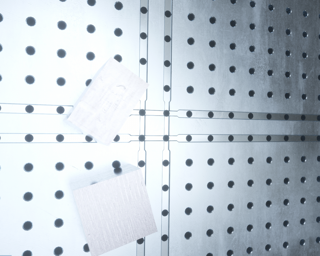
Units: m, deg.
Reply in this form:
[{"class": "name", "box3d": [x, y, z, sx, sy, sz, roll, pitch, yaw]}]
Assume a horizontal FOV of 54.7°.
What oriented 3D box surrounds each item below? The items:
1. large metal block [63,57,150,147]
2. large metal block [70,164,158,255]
[{"class": "large metal block", "box3d": [-0.066, -0.028, 0.360, 0.050, 0.080, 0.080, 35, 79, -17]}, {"class": "large metal block", "box3d": [-0.058, 0.097, 0.379, 0.081, 0.050, 0.080, -16, 96, -20]}]
